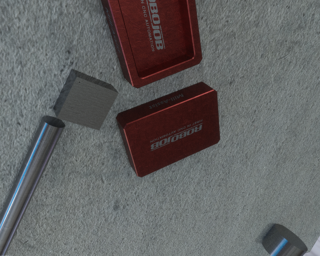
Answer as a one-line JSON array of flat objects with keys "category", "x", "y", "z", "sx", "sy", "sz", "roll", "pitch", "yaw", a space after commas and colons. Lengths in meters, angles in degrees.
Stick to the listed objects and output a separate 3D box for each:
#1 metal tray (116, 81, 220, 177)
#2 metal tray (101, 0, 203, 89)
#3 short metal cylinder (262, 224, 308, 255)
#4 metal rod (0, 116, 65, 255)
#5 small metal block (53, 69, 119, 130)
[{"category": "metal tray", "x": 0.016, "y": 0.002, "z": 0.415, "sx": 0.131, "sy": 0.030, "sz": 0.089, "roll": -23, "pitch": 127, "yaw": -15}, {"category": "metal tray", "x": -0.008, "y": -0.117, "z": 0.327, "sx": 0.091, "sy": 0.030, "sz": 0.129, "roll": -24, "pitch": 128, "yaw": -14}, {"category": "short metal cylinder", "x": 0.276, "y": 0.261, "z": 0.687, "sx": 0.080, "sy": 0.080, "sz": 0.050, "roll": 22, "pitch": 107, "yaw": -37}, {"category": "metal rod", "x": -0.186, "y": 0.119, "z": 0.378, "sx": 0.025, "sy": 0.025, "sz": 0.298, "roll": 18, "pitch": 109, "yaw": -36}, {"category": "small metal block", "x": -0.082, "y": -0.031, "z": 0.344, "sx": 0.050, "sy": 0.025, "sz": 0.050, "roll": 19, "pitch": 108, "yaw": -36}]
